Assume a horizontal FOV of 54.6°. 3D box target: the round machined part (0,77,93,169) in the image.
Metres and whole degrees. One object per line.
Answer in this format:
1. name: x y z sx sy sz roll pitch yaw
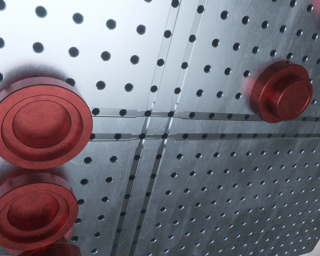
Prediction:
1. round machined part: -0.125 -0.008 0.327 0.099 0.042 0.097 -14 124 -21

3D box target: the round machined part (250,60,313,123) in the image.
1. round machined part: 0.191 -0.050 0.473 0.099 0.042 0.097 -14 124 -21

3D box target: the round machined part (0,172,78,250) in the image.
1. round machined part: -0.153 0.094 0.373 0.099 0.042 0.097 -13 121 -22

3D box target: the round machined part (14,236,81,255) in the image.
1. round machined part: -0.156 0.179 0.415 0.099 0.042 0.098 -16 140 -14
